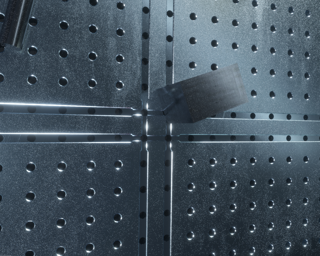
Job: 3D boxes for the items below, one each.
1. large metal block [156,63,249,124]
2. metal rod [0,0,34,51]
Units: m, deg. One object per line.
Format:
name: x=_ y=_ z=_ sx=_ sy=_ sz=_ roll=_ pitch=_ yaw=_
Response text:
large metal block: x=0.052 y=-0.042 z=0.402 sx=0.081 sy=0.080 sz=0.050 roll=-21 pitch=97 yaw=-19
metal rod: x=-0.138 y=-0.237 z=0.361 sx=0.025 sy=0.025 sz=0.298 roll=14 pitch=85 yaw=-20
